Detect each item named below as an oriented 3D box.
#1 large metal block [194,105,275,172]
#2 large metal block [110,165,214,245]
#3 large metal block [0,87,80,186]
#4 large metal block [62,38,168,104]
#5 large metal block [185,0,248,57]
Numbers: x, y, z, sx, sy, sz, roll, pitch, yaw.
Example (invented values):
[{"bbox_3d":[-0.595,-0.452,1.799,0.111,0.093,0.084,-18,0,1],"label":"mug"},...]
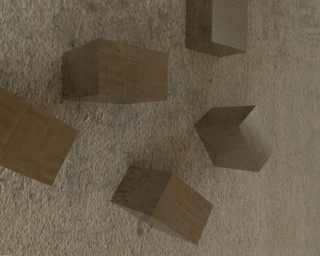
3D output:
[{"bbox_3d":[0.110,0.015,0.461,0.050,0.080,0.080,-43,116,-31],"label":"large metal block"},{"bbox_3d":[0.002,0.090,0.371,0.080,0.080,0.050,42,65,-32],"label":"large metal block"},{"bbox_3d":[-0.130,0.005,0.260,0.080,0.080,0.050,35,69,-35],"label":"large metal block"},{"bbox_3d":[-0.049,-0.054,0.328,0.081,0.080,0.050,1,90,-40],"label":"large metal block"},{"bbox_3d":[0.085,-0.155,0.459,0.081,0.050,0.080,1,89,-40],"label":"large metal block"}]
